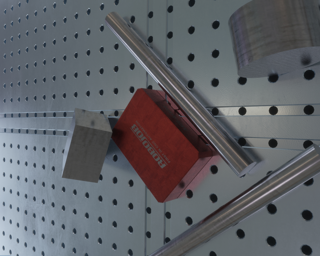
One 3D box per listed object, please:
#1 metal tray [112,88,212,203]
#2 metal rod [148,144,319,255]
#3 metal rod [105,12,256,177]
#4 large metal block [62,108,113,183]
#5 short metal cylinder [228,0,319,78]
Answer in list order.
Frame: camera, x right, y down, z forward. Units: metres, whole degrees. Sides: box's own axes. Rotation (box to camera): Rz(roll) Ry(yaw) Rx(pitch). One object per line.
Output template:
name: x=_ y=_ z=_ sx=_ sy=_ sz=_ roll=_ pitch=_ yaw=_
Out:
metal tray: x=-0.004 y=0.020 z=0.410 sx=0.130 sy=0.030 sz=0.089 roll=50 pitch=119 yaw=28
metal rod: x=0.059 y=0.115 z=0.360 sx=0.299 sy=0.025 sz=0.025 roll=-45 pitch=63 yaw=30
metal rod: x=0.011 y=-0.060 z=0.400 sx=0.300 sy=0.025 sz=0.025 roll=52 pitch=120 yaw=27
large metal block: x=-0.110 y=0.024 z=0.461 sx=0.080 sy=0.050 sz=0.079 roll=-127 pitch=53 yaw=-65
short metal cylinder: x=0.108 y=-0.082 z=0.285 sx=0.080 sy=0.081 sz=0.050 roll=-14 pitch=81 yaw=39
